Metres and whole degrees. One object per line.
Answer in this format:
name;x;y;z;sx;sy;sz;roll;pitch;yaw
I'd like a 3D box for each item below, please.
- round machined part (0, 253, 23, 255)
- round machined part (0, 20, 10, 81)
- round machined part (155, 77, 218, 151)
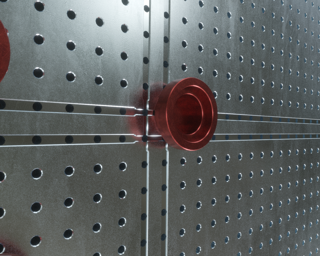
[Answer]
round machined part;-0.150;0.161;0.274;0.099;0.042;0.097;0;90;-40
round machined part;-0.179;-0.064;0.248;0.099;0.042;0.097;0;90;-40
round machined part;0.032;-0.019;0.427;0.099;0.042;0.097;0;90;-40
